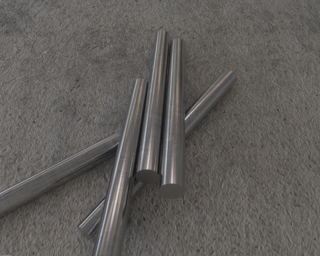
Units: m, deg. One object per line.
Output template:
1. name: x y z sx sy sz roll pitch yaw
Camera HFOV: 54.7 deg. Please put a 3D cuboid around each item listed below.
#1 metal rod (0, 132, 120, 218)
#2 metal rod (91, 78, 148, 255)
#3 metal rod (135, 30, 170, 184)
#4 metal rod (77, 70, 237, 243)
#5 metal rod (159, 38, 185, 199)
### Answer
1. metal rod: -0.173 0.083 0.331 0.302 0.025 0.025 -28 56 -22
2. metal rod: -0.038 0.038 0.340 0.025 0.025 0.300 3 42 3
3. metal rod: -0.004 -0.054 0.428 0.025 0.025 0.300 3 44 2
4. metal rod: 0.015 0.015 0.390 0.025 0.025 0.301 30 56 22
5. metal rod: 0.021 -0.039 0.410 0.025 0.025 0.300 3 42 2
